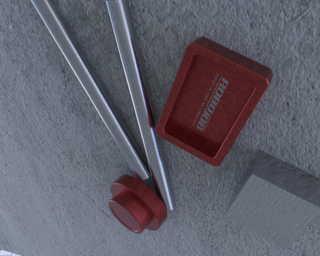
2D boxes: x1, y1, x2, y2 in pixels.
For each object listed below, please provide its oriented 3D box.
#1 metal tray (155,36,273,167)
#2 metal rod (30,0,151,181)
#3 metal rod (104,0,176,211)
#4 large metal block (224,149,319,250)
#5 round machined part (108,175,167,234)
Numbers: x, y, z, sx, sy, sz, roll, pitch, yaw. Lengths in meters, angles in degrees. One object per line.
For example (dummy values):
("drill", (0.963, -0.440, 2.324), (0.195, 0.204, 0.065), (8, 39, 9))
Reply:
("metal tray", (0.056, -0.026, 0.356), (0.090, 0.030, 0.129), (29, 128, 9))
("metal rod", (-0.090, -0.055, 0.418), (0.025, 0.025, 0.299), (-17, 110, 34))
("metal rod", (-0.019, -0.012, 0.407), (0.025, 0.025, 0.298), (1, 119, 27))
("large metal block", (0.135, 0.085, 0.372), (0.080, 0.050, 0.079), (27, 128, 11))
("round machined part", (-0.040, 0.122, 0.473), (0.098, 0.042, 0.097), (29, 143, 25))
